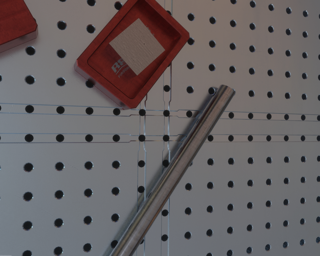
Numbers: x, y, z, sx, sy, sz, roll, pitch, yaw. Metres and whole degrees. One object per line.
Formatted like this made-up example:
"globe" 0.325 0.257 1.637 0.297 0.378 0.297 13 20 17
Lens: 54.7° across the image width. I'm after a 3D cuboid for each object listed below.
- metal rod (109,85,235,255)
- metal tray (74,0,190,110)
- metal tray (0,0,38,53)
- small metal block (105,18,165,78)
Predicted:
"metal rod" 0.016 0.066 0.419 0.025 0.025 0.300 38 78 -17
"metal tray" -0.034 -0.099 0.398 0.090 0.030 0.130 40 77 -16
"metal tray" -0.206 -0.145 0.334 0.091 0.030 0.129 -31 100 -18
"small metal block" -0.031 -0.099 0.388 0.050 0.025 0.050 -45 105 -15
